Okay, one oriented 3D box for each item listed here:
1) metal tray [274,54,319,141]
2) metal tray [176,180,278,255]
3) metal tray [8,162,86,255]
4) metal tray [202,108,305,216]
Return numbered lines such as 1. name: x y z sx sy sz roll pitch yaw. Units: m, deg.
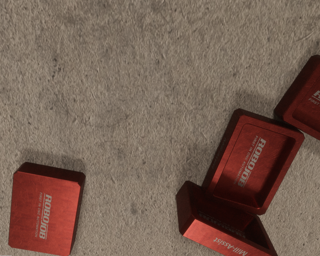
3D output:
1. metal tray: 0.230 -0.025 0.401 0.131 0.030 0.089 27 108 -10
2. metal tray: 0.087 0.131 0.424 0.131 0.090 0.030 28 108 -10
3. metal tray: -0.164 0.120 0.449 0.091 0.030 0.129 12 110 -5
4. metal tray: 0.122 0.048 0.420 0.091 0.030 0.129 18 109 -6
